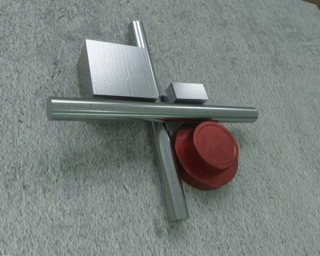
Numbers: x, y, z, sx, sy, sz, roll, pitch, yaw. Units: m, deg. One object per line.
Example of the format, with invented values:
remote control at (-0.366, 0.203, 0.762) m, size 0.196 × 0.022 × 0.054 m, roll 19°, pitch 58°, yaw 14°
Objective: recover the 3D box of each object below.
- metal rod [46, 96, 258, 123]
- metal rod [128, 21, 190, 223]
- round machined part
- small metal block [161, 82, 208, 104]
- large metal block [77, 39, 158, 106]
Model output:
metal rod at (0.015, -0.020, 0.395) m, size 0.303 × 0.025 × 0.025 m, roll 0°, pitch 62°, yaw -33°
metal rod at (-0.008, -0.026, 0.418) m, size 0.025 × 0.025 × 0.299 m, roll 2°, pitch 61°, yaw -28°
round machined part at (0.064, 0.030, 0.411) m, size 0.099 × 0.042 × 0.098 m, roll 14°, pitch 56°, yaw -21°
small metal block at (0.030, -0.038, 0.430) m, size 0.050 × 0.050 × 0.025 m, roll -1°, pitch 63°, yaw -29°
large metal block at (-0.057, -0.060, 0.396) m, size 0.081 × 0.050 × 0.080 m, roll 1°, pitch 62°, yaw -28°
